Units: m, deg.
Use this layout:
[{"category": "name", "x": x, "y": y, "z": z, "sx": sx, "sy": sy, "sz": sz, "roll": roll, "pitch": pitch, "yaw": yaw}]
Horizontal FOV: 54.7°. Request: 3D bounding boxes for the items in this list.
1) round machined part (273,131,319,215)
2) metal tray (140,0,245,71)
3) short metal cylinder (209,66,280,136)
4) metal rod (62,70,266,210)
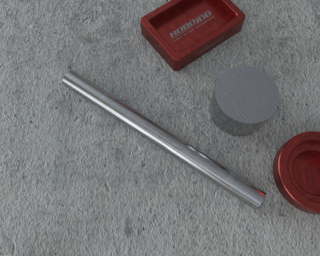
[{"category": "round machined part", "x": 0.188, "y": 0.057, "z": 0.381, "sx": 0.099, "sy": 0.042, "sz": 0.098, "roll": 0, "pitch": 70, "yaw": -1}, {"category": "metal tray", "x": 0.048, "y": -0.155, "z": 0.462, "sx": 0.131, "sy": 0.030, "sz": 0.090, "roll": -35, "pitch": 74, "yaw": -12}, {"category": "short metal cylinder", "x": 0.109, "y": -0.035, "z": 0.409, "sx": 0.081, "sy": 0.050, "sz": 0.080, "roll": 0, "pitch": 70, "yaw": 0}, {"category": "metal rod", "x": -0.003, "y": 0.010, "z": 0.404, "sx": 0.301, "sy": 0.025, "sz": 0.025, "roll": 33, "pitch": 73, "yaw": 11}]
